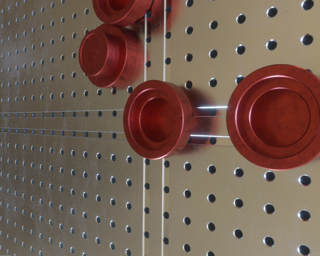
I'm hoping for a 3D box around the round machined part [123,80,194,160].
[{"bbox_3d":[0.002,-0.010,0.395,0.098,0.042,0.097,0,90,39],"label":"round machined part"}]

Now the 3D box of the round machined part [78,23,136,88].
[{"bbox_3d":[-0.085,-0.109,0.466,0.098,0.042,0.097,0,90,39],"label":"round machined part"}]

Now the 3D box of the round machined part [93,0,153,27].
[{"bbox_3d":[-0.047,-0.190,0.434,0.098,0.042,0.097,-1,88,39],"label":"round machined part"}]

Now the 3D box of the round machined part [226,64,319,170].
[{"bbox_3d":[0.118,-0.010,0.300,0.098,0.042,0.097,0,90,39],"label":"round machined part"}]
